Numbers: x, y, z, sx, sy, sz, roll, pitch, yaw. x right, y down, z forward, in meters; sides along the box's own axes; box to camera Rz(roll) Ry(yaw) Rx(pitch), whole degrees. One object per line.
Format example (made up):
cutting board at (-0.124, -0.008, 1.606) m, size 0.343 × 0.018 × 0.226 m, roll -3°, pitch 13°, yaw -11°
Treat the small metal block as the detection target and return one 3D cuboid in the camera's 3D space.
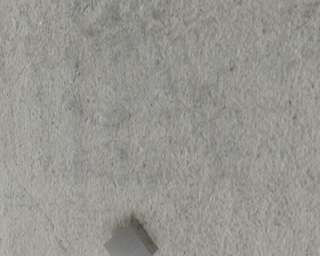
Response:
small metal block at (-0.039, 0.162, 0.422) m, size 0.050 × 0.025 × 0.050 m, roll -42°, pitch 77°, yaw 15°
